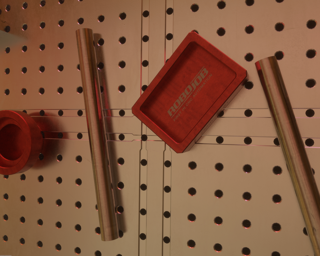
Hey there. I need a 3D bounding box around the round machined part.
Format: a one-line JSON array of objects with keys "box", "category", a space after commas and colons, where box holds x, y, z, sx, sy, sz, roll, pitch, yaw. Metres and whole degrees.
[{"box": [-0.223, 0.021, 0.480, 0.098, 0.042, 0.097, 0, 90, 19], "category": "round machined part"}]

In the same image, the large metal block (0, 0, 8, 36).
[{"box": [-0.306, -0.187, 0.505, 0.080, 0.050, 0.080, -14, 85, 19], "category": "large metal block"}]

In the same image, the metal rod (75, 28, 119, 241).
[{"box": [-0.090, 0.007, 0.442, 0.025, 0.025, 0.298, -9, 87, 19], "category": "metal rod"}]

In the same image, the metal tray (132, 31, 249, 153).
[{"box": [0.037, -0.043, 0.396, 0.090, 0.030, 0.130, 42, 103, 15], "category": "metal tray"}]

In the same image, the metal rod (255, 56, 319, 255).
[{"box": [0.165, 0.063, 0.354, 0.025, 0.025, 0.298, -17, 84, 19], "category": "metal rod"}]
